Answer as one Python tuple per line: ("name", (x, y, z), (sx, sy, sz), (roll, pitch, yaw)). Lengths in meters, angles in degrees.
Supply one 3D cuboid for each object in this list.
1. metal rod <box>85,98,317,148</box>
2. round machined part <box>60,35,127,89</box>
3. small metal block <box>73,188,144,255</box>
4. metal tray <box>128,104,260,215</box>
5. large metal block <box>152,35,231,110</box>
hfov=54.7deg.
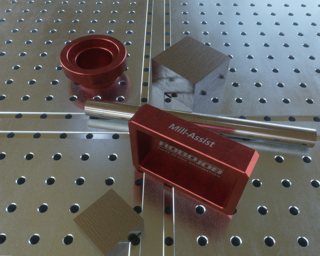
("metal rod", (0.048, -0.008, 0.414), (0.302, 0.025, 0.025), (8, 51, 6))
("round machined part", (-0.100, -0.099, 0.478), (0.099, 0.042, 0.098), (0, 50, 0))
("small metal block", (-0.052, 0.100, 0.323), (0.050, 0.025, 0.050), (37, 59, 27))
("metal tray", (0.030, 0.035, 0.336), (0.130, 0.089, 0.030), (24, 54, 18))
("large metal block", (0.045, -0.085, 0.463), (0.080, 0.050, 0.080), (36, 58, 26))
